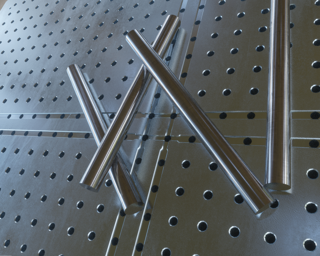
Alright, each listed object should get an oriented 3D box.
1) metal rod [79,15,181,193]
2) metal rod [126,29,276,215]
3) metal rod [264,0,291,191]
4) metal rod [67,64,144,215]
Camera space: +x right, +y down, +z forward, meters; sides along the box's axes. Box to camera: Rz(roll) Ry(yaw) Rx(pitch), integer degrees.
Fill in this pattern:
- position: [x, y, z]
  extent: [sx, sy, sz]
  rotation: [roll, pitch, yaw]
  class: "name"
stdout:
- position: [-0.031, -0.051, 0.437]
  extent: [0.025, 0.025, 0.300]
  rotation: [6, 58, 31]
  class: "metal rod"
- position: [0.032, -0.028, 0.383]
  extent: [0.025, 0.025, 0.300]
  rotation: [-36, 59, 4]
  class: "metal rod"
- position: [0.145, -0.073, 0.377]
  extent: [0.025, 0.025, 0.300]
  rotation: [-3, 60, 27]
  class: "metal rod"
- position: [-0.092, -0.004, 0.460]
  extent: [0.025, 0.025, 0.300]
  rotation: [-36, 51, 5]
  class: "metal rod"
